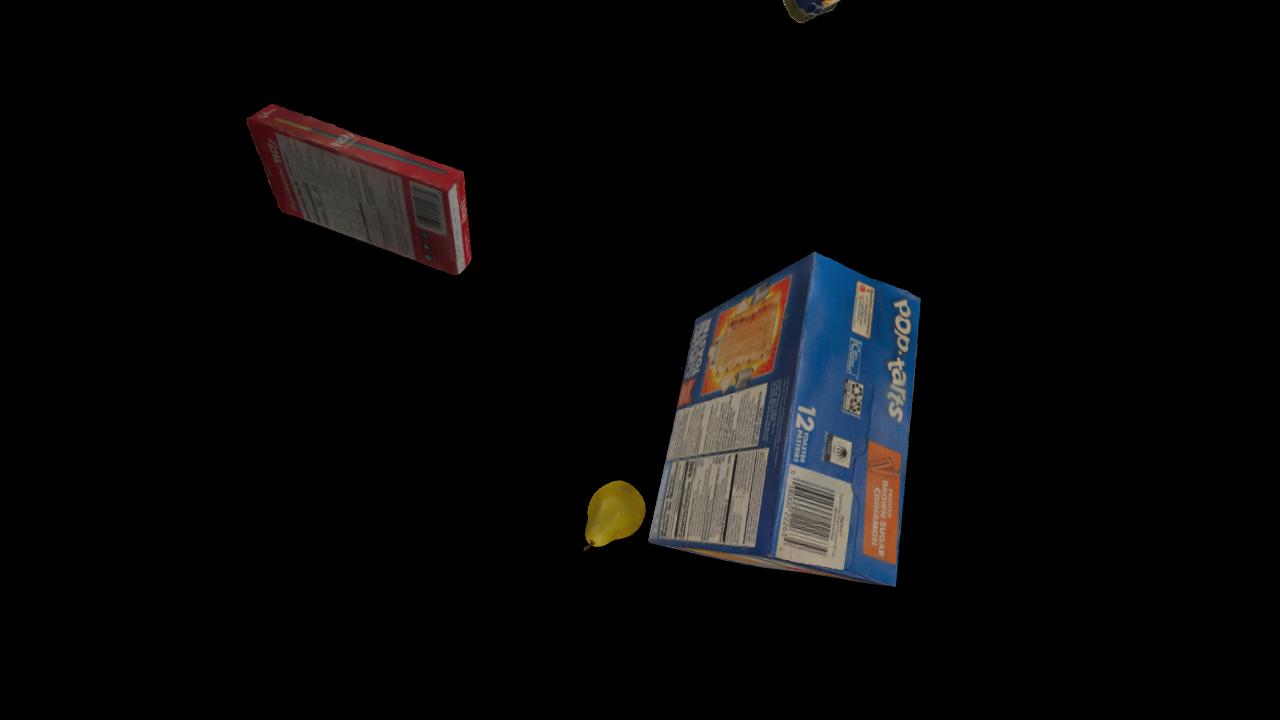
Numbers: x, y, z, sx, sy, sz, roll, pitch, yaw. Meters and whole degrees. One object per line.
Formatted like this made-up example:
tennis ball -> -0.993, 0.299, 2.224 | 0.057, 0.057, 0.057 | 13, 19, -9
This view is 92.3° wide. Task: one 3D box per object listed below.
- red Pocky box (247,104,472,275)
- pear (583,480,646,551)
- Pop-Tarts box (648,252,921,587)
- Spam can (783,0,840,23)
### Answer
red Pocky box -> -0.199, -0.122, 0.448 | 0.155, 0.028, 0.083 | 21, -38, 5
pear -> -0.042, 0.214, 0.803 | 0.080, 0.080, 0.111 | 0, 36, 41
Pop-Tarts box -> 0.086, 0.042, 0.384 | 0.083, 0.167, 0.141 | 21, -20, -19
Spam can -> 0.153, -0.289, 0.429 | 0.085, 0.058, 0.101 | -8, 27, 43
